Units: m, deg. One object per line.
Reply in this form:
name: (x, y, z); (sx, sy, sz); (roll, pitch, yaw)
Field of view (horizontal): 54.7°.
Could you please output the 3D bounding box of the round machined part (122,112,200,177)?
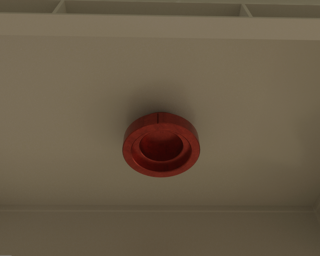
round machined part: (0.002, 0.017, 0.408); (0.099, 0.042, 0.097); (-1, 130, 0)
